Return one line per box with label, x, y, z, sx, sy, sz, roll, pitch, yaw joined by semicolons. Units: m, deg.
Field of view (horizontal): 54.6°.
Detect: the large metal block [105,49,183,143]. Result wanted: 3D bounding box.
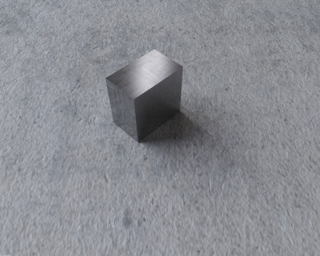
large metal block;-0.018;-0.041;0.403;0.080;0.080;0.050;-37;59;-27
